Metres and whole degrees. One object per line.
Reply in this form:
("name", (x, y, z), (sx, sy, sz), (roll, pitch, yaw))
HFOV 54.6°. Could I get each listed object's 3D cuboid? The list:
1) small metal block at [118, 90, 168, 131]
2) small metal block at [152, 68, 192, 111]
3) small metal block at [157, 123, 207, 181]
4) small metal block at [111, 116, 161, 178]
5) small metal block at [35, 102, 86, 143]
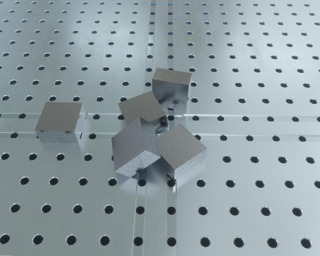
("small metal block", (-0.023, -0.017, 0.419), (0.050, 0.025, 0.050), (-22, 54, -9))
("small metal block", (0.017, -0.054, 0.437), (0.050, 0.050, 0.025), (11, 51, 9))
("small metal block", (0.022, 0.029, 0.384), (0.050, 0.025, 0.050), (-30, 56, -23))
("small metal block", (-0.030, 0.023, 0.371), (0.050, 0.025, 0.050), (-36, 46, 25))
("small metal block", (-0.131, -0.008, 0.414), (0.050, 0.025, 0.050), (2, 50, 1))
